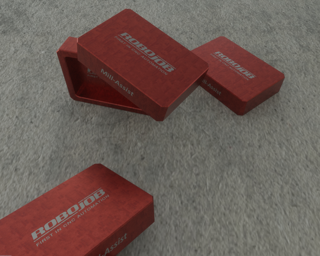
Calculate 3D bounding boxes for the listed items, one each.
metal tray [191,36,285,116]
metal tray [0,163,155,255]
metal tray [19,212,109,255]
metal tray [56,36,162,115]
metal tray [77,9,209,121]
[{"bbox_3d":[0.108,-0.084,0.472,0.091,0.030,0.130,-31,57,-24],"label":"metal tray"},{"bbox_3d":[-0.080,0.091,0.291,0.090,0.030,0.131,24,40,35],"label":"metal tray"},{"bbox_3d":[-0.101,0.149,0.273,0.131,0.030,0.090,-35,59,-26],"label":"metal tray"},{"bbox_3d":[-0.063,-0.067,0.416,0.131,0.089,0.030,12,51,9],"label":"metal tray"},{"bbox_3d":[-0.020,-0.078,0.365,0.130,0.030,0.090,38,58,11],"label":"metal tray"}]
